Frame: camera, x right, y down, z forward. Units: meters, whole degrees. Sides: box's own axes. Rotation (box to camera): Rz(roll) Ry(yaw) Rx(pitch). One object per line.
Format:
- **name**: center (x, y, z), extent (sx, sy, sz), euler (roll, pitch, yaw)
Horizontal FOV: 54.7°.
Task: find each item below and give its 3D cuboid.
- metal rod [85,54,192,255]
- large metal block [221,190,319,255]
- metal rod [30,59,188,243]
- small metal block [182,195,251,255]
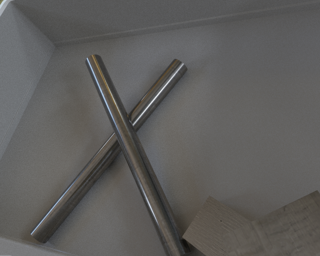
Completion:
- **metal rod**: center (-0.039, 0.016, 0.387), extent (0.025, 0.025, 0.299), euler (-32, 60, 7)
- **large metal block**: center (0.106, 0.102, 0.252), extent (0.080, 0.080, 0.050), euler (-30, 52, 9)
- **metal rod**: center (-0.064, 0.025, 0.421), extent (0.025, 0.025, 0.300), euler (32, 79, 37)
- **small metal block**: center (0.060, 0.105, 0.310), extent (0.050, 0.025, 0.050), euler (28, 77, 37)
